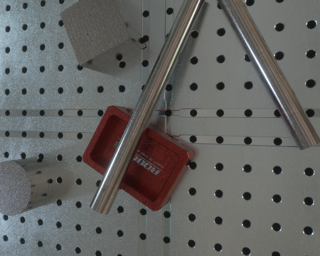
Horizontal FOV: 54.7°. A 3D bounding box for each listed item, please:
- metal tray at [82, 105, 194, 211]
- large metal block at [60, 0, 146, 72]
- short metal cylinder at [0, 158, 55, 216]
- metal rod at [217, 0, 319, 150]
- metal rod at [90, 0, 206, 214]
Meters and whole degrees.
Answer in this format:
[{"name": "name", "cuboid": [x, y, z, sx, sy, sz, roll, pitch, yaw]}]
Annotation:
[{"name": "metal tray", "cuboid": [-0.031, 0.038, 0.419, 0.130, 0.030, 0.090, 32, 100, 16]}, {"name": "large metal block", "cuboid": [-0.078, -0.134, 0.426, 0.080, 0.050, 0.080, -24, 82, 18]}, {"name": "short metal cylinder", "cuboid": [-0.211, 0.087, 0.472, 0.080, 0.050, 0.079, 0, 90, 19]}, {"name": "metal rod", "cuboid": [0.107, -0.113, 0.374, 0.025, 0.025, 0.299, -28, 81, 17]}, {"name": "metal rod", "cuboid": [-0.014, -0.035, 0.389, 0.025, 0.025, 0.299, 24, 87, 18]}]
